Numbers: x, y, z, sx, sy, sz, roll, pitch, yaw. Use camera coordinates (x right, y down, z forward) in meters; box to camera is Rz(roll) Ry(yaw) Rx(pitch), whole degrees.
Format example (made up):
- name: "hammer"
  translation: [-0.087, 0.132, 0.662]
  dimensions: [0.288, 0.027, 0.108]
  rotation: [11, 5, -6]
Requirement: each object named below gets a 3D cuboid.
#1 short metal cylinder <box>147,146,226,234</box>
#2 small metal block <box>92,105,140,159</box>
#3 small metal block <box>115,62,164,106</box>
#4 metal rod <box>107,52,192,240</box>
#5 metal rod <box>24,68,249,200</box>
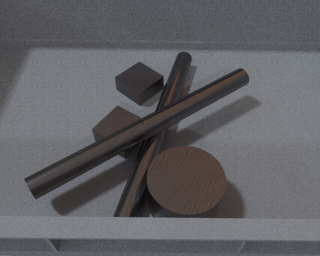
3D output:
- name: "short metal cylinder"
  translation: [0.027, 0.066, 0.334]
  dimensions: [0.081, 0.050, 0.080]
  rotation: [0, 50, 0]
- name: "small metal block"
  translation: [-0.050, 0.004, 0.401]
  dimensions: [0.050, 0.025, 0.050]
  rotation: [28, 55, 21]
- name: "small metal block"
  translation: [-0.030, -0.067, 0.461]
  dimensions: [0.050, 0.025, 0.050]
  rotation: [36, 58, 26]
- name: "metal rod"
  translation: [-0.001, -0.002, 0.406]
  dimensions: [0.025, 0.025, 0.300]
  rotation: [12, 51, 10]
- name: "metal rod"
  translation: [-0.010, -0.004, 0.374]
  dimensions: [0.302, 0.025, 0.025]
  rotation: [-28, 56, -21]
